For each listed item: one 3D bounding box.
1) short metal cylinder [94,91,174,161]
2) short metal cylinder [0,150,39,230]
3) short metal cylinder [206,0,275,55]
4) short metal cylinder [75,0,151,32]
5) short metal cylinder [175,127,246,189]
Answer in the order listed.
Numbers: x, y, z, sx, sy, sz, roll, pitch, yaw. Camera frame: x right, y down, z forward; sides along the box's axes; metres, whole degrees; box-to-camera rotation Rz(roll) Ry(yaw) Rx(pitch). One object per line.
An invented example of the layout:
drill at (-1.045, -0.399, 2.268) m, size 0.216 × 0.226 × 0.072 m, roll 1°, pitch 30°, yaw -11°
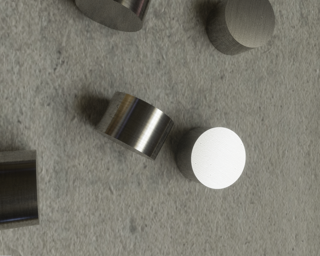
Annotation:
short metal cylinder at (-0.031, -0.001, 0.369) m, size 0.080 × 0.080 × 0.050 m, roll 31°, pitch 80°, yaw -18°
short metal cylinder at (-0.154, 0.064, 0.323) m, size 0.050 × 0.080 × 0.079 m, roll -3°, pitch 91°, yaw -20°
short metal cylinder at (0.114, -0.148, 0.439) m, size 0.081 × 0.050 × 0.079 m, roll 0°, pitch 90°, yaw -21°
short metal cylinder at (-0.051, -0.155, 0.361) m, size 0.081 × 0.080 × 0.050 m, roll 19°, pitch 84°, yaw -20°
short metal cylinder at (0.068, 0.039, 0.422) m, size 0.081 × 0.050 × 0.079 m, roll 0°, pitch 90°, yaw -21°
